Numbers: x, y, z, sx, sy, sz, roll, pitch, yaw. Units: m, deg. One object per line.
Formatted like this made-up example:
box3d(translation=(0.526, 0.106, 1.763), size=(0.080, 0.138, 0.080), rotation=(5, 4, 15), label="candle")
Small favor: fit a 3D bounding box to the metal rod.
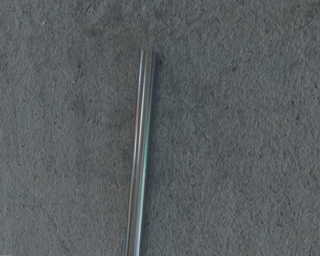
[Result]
box3d(translation=(-0.026, 0.048, 0.418), size=(0.025, 0.025, 0.298), rotation=(5, 92, 20), label="metal rod")
